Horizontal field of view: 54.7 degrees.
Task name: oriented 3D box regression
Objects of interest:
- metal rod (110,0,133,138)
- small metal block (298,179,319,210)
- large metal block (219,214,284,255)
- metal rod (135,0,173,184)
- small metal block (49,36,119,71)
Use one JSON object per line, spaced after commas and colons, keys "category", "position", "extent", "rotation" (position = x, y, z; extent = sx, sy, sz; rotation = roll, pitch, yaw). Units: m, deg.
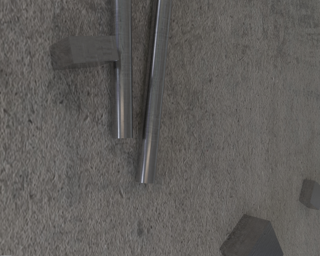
{"category": "metal rod", "position": [-0.046, -0.137, 0.365], "extent": [0.025, 0.025, 0.298], "rotation": [-1, 91, -40]}
{"category": "small metal block", "position": [0.336, 0.148, 0.686], "extent": [0.050, 0.025, 0.050], "rotation": [36, 68, -34]}
{"category": "large metal block", "position": [0.155, 0.207, 0.519], "extent": [0.080, 0.050, 0.080], "rotation": [-40, 115, -32]}
{"category": "metal rod", "position": [-0.004, -0.080, 0.400], "extent": [0.025, 0.025, 0.298], "rotation": [9, 84, -40]}
{"category": "small metal block", "position": [-0.079, -0.078, 0.322], "extent": [0.050, 0.050, 0.025], "rotation": [-15, 100, -39]}
